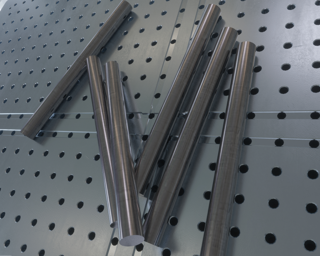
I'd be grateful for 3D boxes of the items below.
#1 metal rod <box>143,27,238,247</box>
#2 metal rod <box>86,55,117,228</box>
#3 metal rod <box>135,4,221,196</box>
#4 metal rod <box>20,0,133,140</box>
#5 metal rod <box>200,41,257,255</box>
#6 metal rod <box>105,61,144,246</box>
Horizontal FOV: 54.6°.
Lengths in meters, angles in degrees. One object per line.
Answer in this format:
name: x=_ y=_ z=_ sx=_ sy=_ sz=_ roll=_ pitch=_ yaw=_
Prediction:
metal rod: x=0.043 y=-0.005 z=0.389 sx=0.025 sy=0.025 sz=0.300 roll=10 pitch=67 yaw=32
metal rod: x=-0.082 y=-0.002 z=0.453 sx=0.025 sy=0.025 sz=0.300 roll=-26 pitch=52 yaw=12
metal rod: x=0.026 y=-0.051 z=0.427 sx=0.025 sy=0.025 sz=0.300 roll=10 pitch=67 yaw=33
metal rod: x=-0.143 y=-0.109 z=0.551 sx=0.025 sy=0.025 sz=0.300 roll=24 pitch=74 yaw=36
metal rod: x=0.079 y=0.025 z=0.351 sx=0.025 sy=0.025 sz=0.300 roll=1 pitch=62 yaw=29
metal rod: x=-0.054 y=0.006 z=0.411 sx=0.025 sy=0.025 sz=0.300 roll=-26 pitch=46 yaw=12
